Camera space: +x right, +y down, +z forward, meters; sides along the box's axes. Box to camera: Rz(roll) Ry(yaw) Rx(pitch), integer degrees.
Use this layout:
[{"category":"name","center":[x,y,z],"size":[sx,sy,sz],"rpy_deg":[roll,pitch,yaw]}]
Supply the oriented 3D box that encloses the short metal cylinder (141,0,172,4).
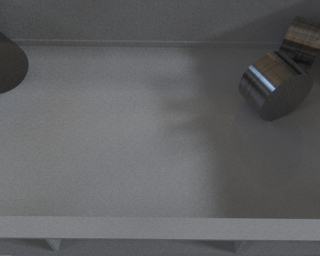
[{"category":"short metal cylinder","center":[-0.007,-0.302,0.645],"size":[0.081,0.050,0.080],"rpy_deg":[0,50,0]}]

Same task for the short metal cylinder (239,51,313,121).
[{"category":"short metal cylinder","center":[0.155,-0.056,0.418],"size":[0.081,0.080,0.050],"rpy_deg":[-19,53,-16]}]

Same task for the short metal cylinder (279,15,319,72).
[{"category":"short metal cylinder","center":[0.219,-0.127,0.479],"size":[0.050,0.080,0.080],"rpy_deg":[26,55,19]}]

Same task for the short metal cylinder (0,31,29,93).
[{"category":"short metal cylinder","center":[-0.242,-0.097,0.447],"size":[0.080,0.080,0.050],"rpy_deg":[-37,60,-27]}]
